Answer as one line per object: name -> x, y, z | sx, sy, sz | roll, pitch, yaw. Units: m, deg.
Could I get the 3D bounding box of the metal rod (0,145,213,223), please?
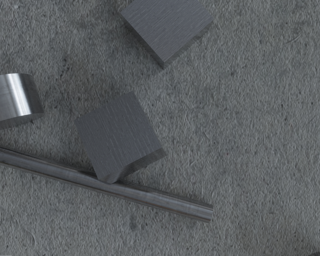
metal rod -> -0.078, 0.073, 0.409 | 0.302, 0.025, 0.025 | 16, 90, 0

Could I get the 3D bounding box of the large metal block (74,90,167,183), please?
large metal block -> -0.048, 0.013, 0.386 | 0.080, 0.050, 0.080 | -27, 72, 0

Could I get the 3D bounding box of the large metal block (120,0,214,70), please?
large metal block -> 0.009, -0.135, 0.398 | 0.080, 0.050, 0.080 | -41, 90, 0

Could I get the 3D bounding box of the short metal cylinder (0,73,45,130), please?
short metal cylinder -> -0.190, -0.030, 0.381 | 0.080, 0.080, 0.050 | -18, 90, 0

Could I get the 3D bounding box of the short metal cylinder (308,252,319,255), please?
short metal cylinder -> 0.224, 0.209, 0.400 | 0.081, 0.050, 0.080 | 0, 90, 0
